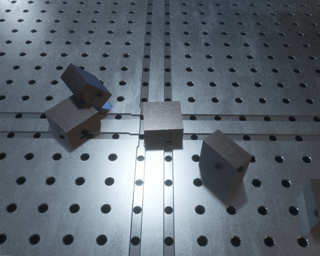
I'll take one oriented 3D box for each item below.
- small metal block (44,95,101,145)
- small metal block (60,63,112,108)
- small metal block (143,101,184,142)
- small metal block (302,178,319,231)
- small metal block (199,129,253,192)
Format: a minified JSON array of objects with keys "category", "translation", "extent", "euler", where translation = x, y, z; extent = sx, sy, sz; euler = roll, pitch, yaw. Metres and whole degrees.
[{"category":"small metal block","translation":[-0.117,-0.013,0.417],"extent":[0.050,0.025,0.050],"euler":[37,59,26]},{"category":"small metal block","translation":[-0.104,-0.059,0.437],"extent":[0.025,0.050,0.050],"euler":[-50,58,11]},{"category":"small metal block","translation":[0.004,-0.009,0.415],"extent":[0.050,0.025,0.050],"euler":[-2,50,-3]},{"category":"small metal block","translation":[0.190,0.086,0.338],"extent":[0.050,0.025,0.050],"euler":[6,50,4]},{"category":"small metal block","translation":[0.074,0.038,0.360],"extent":[0.025,0.050,0.050],"euler":[-33,58,-25]}]
